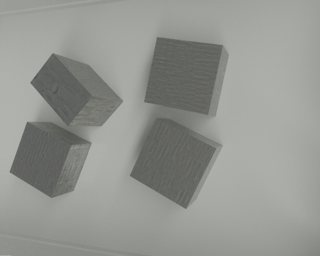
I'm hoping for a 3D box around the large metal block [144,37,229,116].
[{"bbox_3d":[0.034,-0.062,0.385,0.080,0.050,0.080,13,94,19],"label":"large metal block"}]

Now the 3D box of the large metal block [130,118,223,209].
[{"bbox_3d":[0.022,0.041,0.390,0.080,0.050,0.080,27,99,18],"label":"large metal block"}]

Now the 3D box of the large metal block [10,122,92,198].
[{"bbox_3d":[-0.159,0.043,0.453,0.080,0.050,0.080,25,98,18],"label":"large metal block"}]

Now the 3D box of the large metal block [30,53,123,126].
[{"bbox_3d":[-0.109,-0.048,0.420,0.080,0.080,0.050,46,104,14],"label":"large metal block"}]
